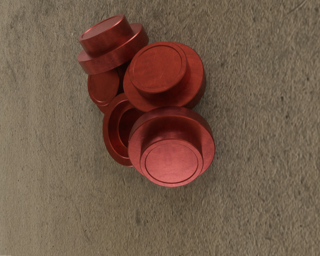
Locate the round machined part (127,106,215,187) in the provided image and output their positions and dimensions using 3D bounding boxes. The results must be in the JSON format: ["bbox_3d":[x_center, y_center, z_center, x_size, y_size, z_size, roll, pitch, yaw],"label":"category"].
[{"bbox_3d":[0.013,0.027,0.347,0.097,0.098,0.042,-50,20,28],"label":"round machined part"}]

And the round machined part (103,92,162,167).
[{"bbox_3d":[-0.029,0.001,0.417,0.098,0.042,0.097,0,90,39],"label":"round machined part"}]

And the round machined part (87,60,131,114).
[{"bbox_3d":[-0.068,-0.065,0.451,0.098,0.042,0.097,0,90,39],"label":"round machined part"}]

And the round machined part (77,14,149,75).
[{"bbox_3d":[-0.068,-0.116,0.411,0.098,0.098,0.042,1,133,39],"label":"round machined part"}]

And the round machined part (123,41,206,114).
[{"bbox_3d":[0.002,-0.061,0.363,0.098,0.042,0.098,-6,66,14],"label":"round machined part"}]
